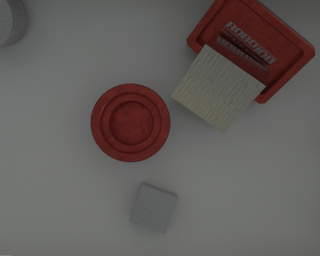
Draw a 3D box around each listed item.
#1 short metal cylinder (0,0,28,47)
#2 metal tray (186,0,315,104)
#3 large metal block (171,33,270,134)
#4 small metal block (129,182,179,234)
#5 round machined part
[{"bbox_3d":[-0.214,-0.139,0.384,0.081,0.050,0.079,-1,110,-2],"label":"short metal cylinder"},{"bbox_3d":[0.111,-0.104,0.388,0.130,0.030,0.090,39,122,-1],"label":"metal tray"},{"bbox_3d":[0.073,-0.054,0.380,0.080,0.050,0.080,36,127,1],"label":"large metal block"},{"bbox_3d":[-0.008,0.105,0.411,0.050,0.025,0.050,20,90,-1],"label":"small metal block"},{"bbox_3d":[-0.036,-0.006,0.402,0.099,0.042,0.097,0,90,-1],"label":"round machined part"}]
